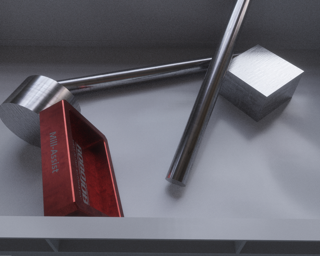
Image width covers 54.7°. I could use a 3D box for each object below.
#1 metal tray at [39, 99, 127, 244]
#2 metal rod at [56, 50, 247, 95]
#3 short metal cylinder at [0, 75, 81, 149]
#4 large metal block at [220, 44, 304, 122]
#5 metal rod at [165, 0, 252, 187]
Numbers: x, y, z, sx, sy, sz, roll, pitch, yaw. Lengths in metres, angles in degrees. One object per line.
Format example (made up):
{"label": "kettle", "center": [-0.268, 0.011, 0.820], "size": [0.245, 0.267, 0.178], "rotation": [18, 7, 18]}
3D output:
{"label": "metal tray", "center": [-0.081, 0.044, 0.322], "size": [0.030, 0.090, 0.130], "rotation": [-27, 51, 9]}
{"label": "metal rod", "center": [-0.002, -0.086, 0.477], "size": [0.302, 0.025, 0.025], "rotation": [-11, 51, -10]}
{"label": "short metal cylinder", "center": [-0.147, -0.018, 0.383], "size": [0.080, 0.080, 0.050], "rotation": [15, 52, 12]}
{"label": "large metal block", "center": [0.141, -0.067, 0.447], "size": [0.081, 0.050, 0.080], "rotation": [-32, 57, -24]}
{"label": "metal rod", "center": [0.072, -0.067, 0.408], "size": [0.025, 0.025, 0.300], "rotation": [18, 68, 14]}
